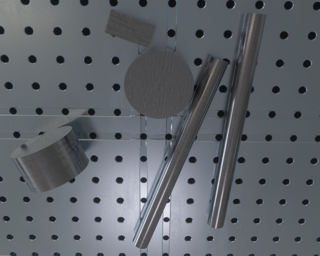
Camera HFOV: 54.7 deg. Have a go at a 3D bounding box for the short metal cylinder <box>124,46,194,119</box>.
[{"bbox_3d":[-0.001,-0.057,0.379,0.081,0.050,0.079,0,110,0],"label":"short metal cylinder"}]

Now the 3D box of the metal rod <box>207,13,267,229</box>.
[{"bbox_3d":[0.098,0.005,0.415,0.025,0.025,0.298,5,110,-2],"label":"metal rod"}]

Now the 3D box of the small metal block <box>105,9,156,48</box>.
[{"bbox_3d":[-0.032,-0.115,0.357,0.050,0.050,0.025,18,109,-7],"label":"small metal block"}]

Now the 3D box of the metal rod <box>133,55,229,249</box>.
[{"bbox_3d":[0.022,0.046,0.430,0.025,0.025,0.298,19,109,-7],"label":"metal rod"}]

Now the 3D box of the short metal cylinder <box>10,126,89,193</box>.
[{"bbox_3d":[-0.139,0.038,0.397,0.080,0.080,0.050,-19,109,7],"label":"short metal cylinder"}]
